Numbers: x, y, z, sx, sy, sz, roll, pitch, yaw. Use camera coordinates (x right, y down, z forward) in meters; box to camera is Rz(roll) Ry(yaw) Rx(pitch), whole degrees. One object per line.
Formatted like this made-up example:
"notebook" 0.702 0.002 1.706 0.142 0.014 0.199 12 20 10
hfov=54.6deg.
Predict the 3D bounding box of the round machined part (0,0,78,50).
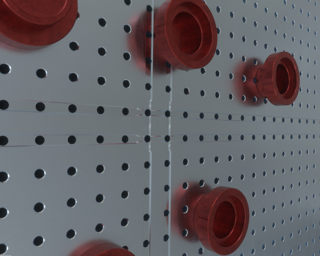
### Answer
"round machined part" -0.123 -0.127 0.294 0.099 0.042 0.097 0 90 -40

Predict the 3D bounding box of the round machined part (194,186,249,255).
"round machined part" 0.090 0.137 0.472 0.099 0.042 0.097 0 90 -40

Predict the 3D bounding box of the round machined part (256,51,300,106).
"round machined part" 0.217 -0.090 0.578 0.099 0.042 0.097 0 90 -40

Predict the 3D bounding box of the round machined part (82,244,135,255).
"round machined part" -0.058 0.186 0.349 0.099 0.042 0.097 0 90 -40

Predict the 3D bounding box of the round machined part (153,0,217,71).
"round machined part" 0.030 -0.127 0.422 0.099 0.042 0.097 0 90 -40
